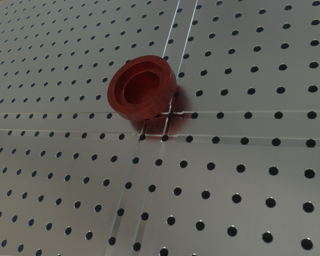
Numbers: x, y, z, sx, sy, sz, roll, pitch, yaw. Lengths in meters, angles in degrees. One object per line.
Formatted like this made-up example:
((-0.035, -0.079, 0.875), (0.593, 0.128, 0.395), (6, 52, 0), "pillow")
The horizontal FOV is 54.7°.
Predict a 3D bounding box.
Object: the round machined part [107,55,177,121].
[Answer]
((-0.022, -0.052, 0.439), (0.098, 0.042, 0.098), (-13, 56, 20), "round machined part")
